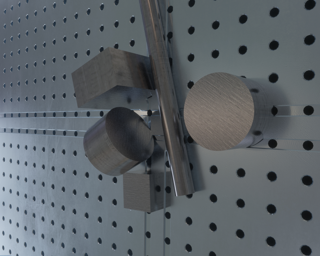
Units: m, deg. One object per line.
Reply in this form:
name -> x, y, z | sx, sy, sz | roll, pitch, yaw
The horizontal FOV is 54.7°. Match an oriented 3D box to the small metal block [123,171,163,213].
small metal block -> -0.024, 0.087, 0.429 | 0.050, 0.025, 0.050 | -3, 88, 40

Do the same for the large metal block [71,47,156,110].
large metal block -> -0.060, -0.062, 0.423 | 0.080, 0.081, 0.050 | -22, 76, 38

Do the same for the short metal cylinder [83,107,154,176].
short metal cylinder -> -0.055, 0.018, 0.419 | 0.050, 0.081, 0.080 | -35, 69, 35

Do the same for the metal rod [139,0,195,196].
metal rod -> 0.004, -0.063, 0.405 | 0.025, 0.025, 0.298 | -17, 79, 38

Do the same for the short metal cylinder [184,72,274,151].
short metal cylinder -> 0.073, -0.017, 0.333 | 0.080, 0.050, 0.079 | 0, 90, 40
